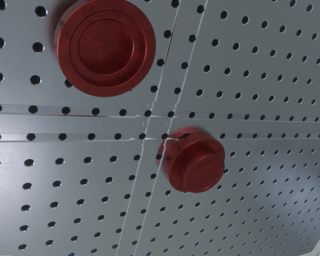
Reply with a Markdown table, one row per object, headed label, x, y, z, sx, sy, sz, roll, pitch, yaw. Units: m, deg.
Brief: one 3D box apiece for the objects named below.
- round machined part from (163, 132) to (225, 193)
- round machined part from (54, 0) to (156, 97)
| label | x | y | z | sx | sy | sz | roll | pitch | yaw |
| --- | --- | --- | --- | --- | --- | --- | --- | --- | --- |
| round machined part | 0.058 | 0.059 | 0.467 | 0.099 | 0.042 | 0.097 | -14 | 124 | -21 |
| round machined part | -0.057 | -0.084 | 0.316 | 0.099 | 0.042 | 0.097 | -14 | 124 | -21 |
